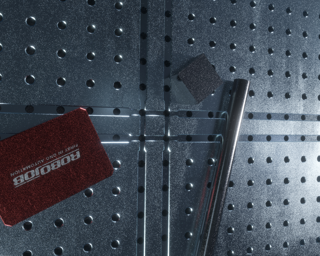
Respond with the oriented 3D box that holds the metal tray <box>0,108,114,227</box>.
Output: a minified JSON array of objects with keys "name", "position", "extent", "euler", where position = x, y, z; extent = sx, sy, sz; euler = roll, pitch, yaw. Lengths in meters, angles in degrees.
[{"name":"metal tray","position":[-0.132,0.041,0.362],"extent":[0.131,0.030,0.090],"euler":[-26,99,-19]}]

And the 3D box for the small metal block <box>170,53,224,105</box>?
[{"name":"small metal block","position":[0.052,-0.067,0.433],"extent":[0.050,0.025,0.050],"euler":[-41,103,-16]}]

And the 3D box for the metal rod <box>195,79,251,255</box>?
[{"name":"metal rod","position":[0.087,0.075,0.446],"extent":[0.025,0.025,0.298],"euler":[15,85,-20]}]
